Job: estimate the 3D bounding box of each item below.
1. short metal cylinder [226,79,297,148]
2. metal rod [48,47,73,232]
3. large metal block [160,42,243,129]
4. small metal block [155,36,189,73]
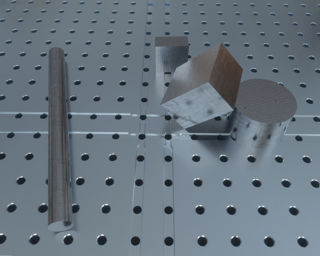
[{"bbox_3d":[0.131,-0.020,0.410,0.081,0.050,0.080,0,50,0],"label":"short metal cylinder"},{"bbox_3d":[-0.136,-0.010,0.414,0.025,0.025,0.300,-10,51,-9],"label":"metal rod"},{"bbox_3d":[0.056,-0.054,0.411,0.080,0.050,0.080,-22,34,42],"label":"large metal block"},{"bbox_3d":[0.018,-0.116,0.489,0.050,0.050,0.025,-2,50,-2],"label":"small metal block"}]
